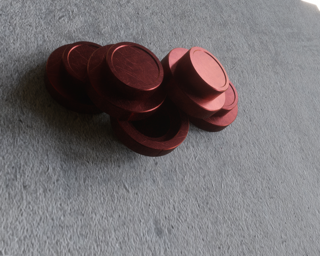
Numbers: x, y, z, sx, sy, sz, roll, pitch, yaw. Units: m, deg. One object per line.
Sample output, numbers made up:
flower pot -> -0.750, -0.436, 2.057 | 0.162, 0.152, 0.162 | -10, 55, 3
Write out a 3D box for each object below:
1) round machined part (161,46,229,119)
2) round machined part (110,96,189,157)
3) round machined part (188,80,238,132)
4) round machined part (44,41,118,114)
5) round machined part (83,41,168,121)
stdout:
round machined part -> 0.049, -0.064, 0.395 | 0.099, 0.042, 0.098 | 25, 46, -29
round machined part -> -0.016, -0.008, 0.392 | 0.099, 0.042, 0.098 | 14, 56, -21
round machined part -> 0.077, -0.046, 0.466 | 0.099, 0.042, 0.098 | 14, 56, -21
round machined part -> -0.091, -0.069, 0.388 | 0.099, 0.042, 0.098 | 14, 56, -21
round machined part -> -0.035, -0.061, 0.359 | 0.099, 0.042, 0.098 | 14, 56, -21
